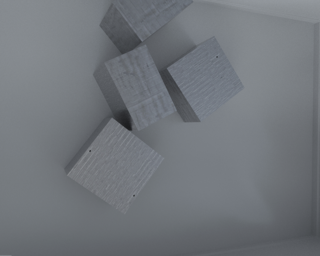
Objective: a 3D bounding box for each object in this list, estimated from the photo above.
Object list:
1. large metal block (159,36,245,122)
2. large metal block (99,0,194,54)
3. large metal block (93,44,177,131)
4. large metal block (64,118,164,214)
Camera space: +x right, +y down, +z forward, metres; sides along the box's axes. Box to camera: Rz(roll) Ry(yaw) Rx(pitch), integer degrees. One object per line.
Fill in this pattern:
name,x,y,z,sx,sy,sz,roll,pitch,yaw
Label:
large metal block,0.052,-0.063,0.418,0.080,0.050,0.080,-37,102,-16
large metal block,-0.020,-0.138,0.375,0.080,0.080,0.050,-42,104,-15
large metal block,-0.033,-0.044,0.370,0.050,0.080,0.080,-29,100,-18
large metal block,-0.056,0.044,0.377,0.080,0.050,0.080,40,77,-16
